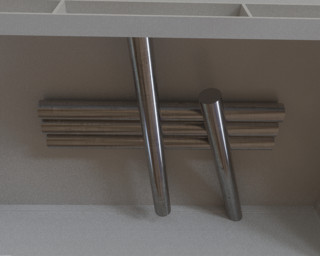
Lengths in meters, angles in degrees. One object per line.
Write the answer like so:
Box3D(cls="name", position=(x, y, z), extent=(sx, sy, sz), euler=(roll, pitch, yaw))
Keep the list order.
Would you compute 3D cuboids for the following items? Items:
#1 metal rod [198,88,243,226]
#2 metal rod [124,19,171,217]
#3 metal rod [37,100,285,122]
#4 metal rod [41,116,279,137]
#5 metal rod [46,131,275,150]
Box3D(cls="metal rod", position=(0.093, 0.063, 0.436), extent=(0.025, 0.025, 0.299), euler=(-12, 136, 10))
Box3D(cls="metal rod", position=(-0.008, 0.015, 0.387), extent=(0.025, 0.025, 0.298), euler=(-4, 130, 3))
Box3D(cls="metal rod", position=(0.003, -0.021, 0.389), extent=(0.302, 0.025, 0.025), euler=(1, 130, -1))
Box3D(cls="metal rod", position=(0.001, -0.002, 0.405), extent=(0.302, 0.025, 0.025), euler=(1, 130, -1))
Box3D(cls="metal rod", position=(0.002, 0.017, 0.422), extent=(0.302, 0.025, 0.025), euler=(1, 130, -1))
